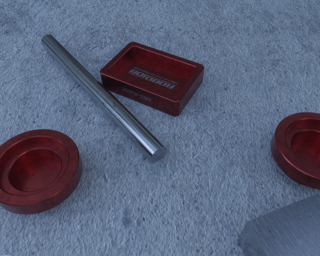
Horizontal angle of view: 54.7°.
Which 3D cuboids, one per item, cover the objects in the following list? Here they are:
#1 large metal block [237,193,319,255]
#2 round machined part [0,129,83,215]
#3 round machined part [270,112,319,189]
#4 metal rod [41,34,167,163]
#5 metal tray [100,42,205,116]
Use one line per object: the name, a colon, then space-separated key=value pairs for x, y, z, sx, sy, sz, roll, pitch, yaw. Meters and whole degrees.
large metal block: x=0.132 y=0.119 z=0.288 sx=0.081 sy=0.050 sz=0.080 roll=-17 pitch=52 yaw=-14
round machined part: x=-0.137 y=0.052 z=0.348 sx=0.099 sy=0.042 sz=0.098 roll=0 pitch=50 yaw=0
round machined part: x=0.181 y=0.031 z=0.368 sx=0.099 sy=0.042 sz=0.098 roll=0 pitch=50 yaw=0
metal rod: x=-0.095 y=-0.057 z=0.450 sx=0.025 sy=0.025 sz=0.300 roll=-32 pitch=57 yaw=-24
metal tray: x=-0.011 y=-0.077 z=0.464 sx=0.130 sy=0.030 sz=0.090 roll=23 pitch=54 yaw=18
